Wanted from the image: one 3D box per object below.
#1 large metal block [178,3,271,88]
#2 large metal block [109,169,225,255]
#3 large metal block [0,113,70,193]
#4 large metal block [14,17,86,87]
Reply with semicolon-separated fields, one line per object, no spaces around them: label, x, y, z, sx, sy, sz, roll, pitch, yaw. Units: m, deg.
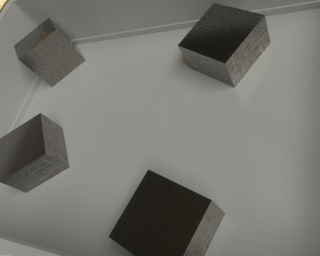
large metal block;0.086;-0.112;0.413;0.080;0.050;0.080;33;80;38
large metal block;0.009;0.101;0.323;0.080;0.050;0.080;20;72;35
large metal block;-0.191;0.038;0.467;0.080;0.050;0.080;-31;52;8
large metal block;-0.196;-0.134;0.556;0.080;0.080;0.050;-38;51;3
